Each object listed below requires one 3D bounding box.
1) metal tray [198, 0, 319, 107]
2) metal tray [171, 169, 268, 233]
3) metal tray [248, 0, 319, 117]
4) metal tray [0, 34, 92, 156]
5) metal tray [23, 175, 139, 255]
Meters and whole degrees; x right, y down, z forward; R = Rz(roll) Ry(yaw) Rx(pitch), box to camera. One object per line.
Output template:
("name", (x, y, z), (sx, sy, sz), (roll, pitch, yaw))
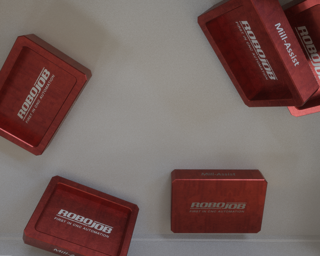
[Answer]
("metal tray", (0.106, -0.084, 0.344), (0.030, 0.090, 0.130), (-41, 108, -18))
("metal tray", (0.081, 0.106, 0.448), (0.131, 0.030, 0.089), (0, 110, -1))
("metal tray", (0.172, -0.081, 0.355), (0.090, 0.030, 0.130), (-17, 114, 44))
("metal tray", (-0.159, -0.040, 0.392), (0.090, 0.030, 0.129), (33, 107, -12))
("metal tray", (-0.102, 0.129, 0.421), (0.131, 0.090, 0.030), (23, 136, -8))
